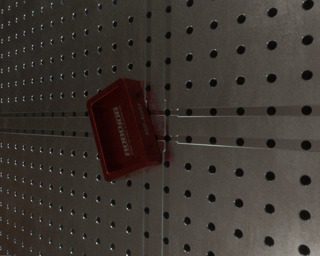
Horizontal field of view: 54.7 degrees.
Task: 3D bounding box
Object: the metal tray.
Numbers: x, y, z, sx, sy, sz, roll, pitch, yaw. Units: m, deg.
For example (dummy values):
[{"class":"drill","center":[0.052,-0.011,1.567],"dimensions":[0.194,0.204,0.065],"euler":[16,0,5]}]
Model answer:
[{"class":"metal tray","center":[-0.056,0.004,0.449],"dimensions":[0.090,0.030,0.129],"euler":[-27,74,36]}]
